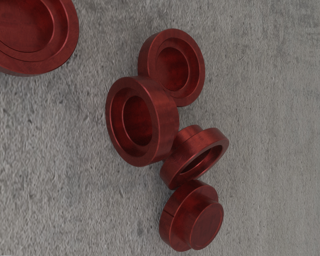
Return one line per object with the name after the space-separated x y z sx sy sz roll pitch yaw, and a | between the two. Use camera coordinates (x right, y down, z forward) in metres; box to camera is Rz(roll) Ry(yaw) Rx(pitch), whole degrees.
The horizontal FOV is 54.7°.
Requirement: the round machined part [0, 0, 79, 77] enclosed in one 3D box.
-0.129 -0.096 0.285 0.099 0.042 0.097 0 90 -40 | round machined part

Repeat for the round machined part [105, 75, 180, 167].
-0.017 -0.009 0.343 0.042 0.098 0.097 -14 99 -39 | round machined part

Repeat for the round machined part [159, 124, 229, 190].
0.039 0.033 0.404 0.099 0.042 0.098 -31 154 -17 | round machined part

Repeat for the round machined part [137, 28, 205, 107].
0.010 -0.075 0.402 0.099 0.042 0.097 0 90 -40 | round machined part

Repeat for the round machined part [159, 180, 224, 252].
0.049 0.123 0.418 0.099 0.042 0.097 -19 119 -38 | round machined part
